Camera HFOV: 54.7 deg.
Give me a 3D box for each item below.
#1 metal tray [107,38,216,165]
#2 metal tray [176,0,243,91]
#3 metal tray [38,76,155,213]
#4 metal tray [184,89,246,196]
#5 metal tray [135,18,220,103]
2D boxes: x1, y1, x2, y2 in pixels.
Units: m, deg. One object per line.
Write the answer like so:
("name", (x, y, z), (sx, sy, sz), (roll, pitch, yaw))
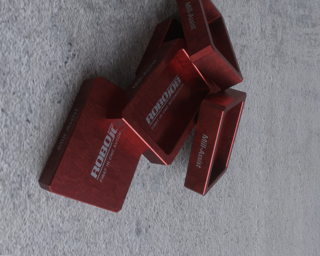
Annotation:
("metal tray", (0.008, -0.032, 0.373), (0.090, 0.030, 0.130), (49, 61, -29))
("metal tray", (0.065, -0.125, 0.415), (0.090, 0.030, 0.130), (29, 44, -47))
("metal tray", (-0.065, 0.019, 0.349), (0.090, 0.030, 0.130), (31, 71, -36))
("metal tray", (0.076, 0.017, 0.425), (0.091, 0.030, 0.129), (-29, 133, -53))
("metal tray", (0.036, -0.076, 0.435), (0.130, 0.030, 0.090), (34, 69, -35))
